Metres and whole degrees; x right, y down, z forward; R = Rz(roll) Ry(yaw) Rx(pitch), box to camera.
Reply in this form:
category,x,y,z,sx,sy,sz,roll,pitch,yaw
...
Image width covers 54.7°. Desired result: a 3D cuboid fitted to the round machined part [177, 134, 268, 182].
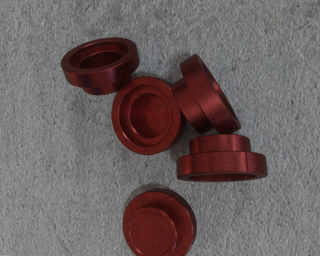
category,x,y,z,sx,sy,sz,roll,pitch,yaw
round machined part,0.068,0.035,0.348,0.098,0.098,0.042,-6,73,20

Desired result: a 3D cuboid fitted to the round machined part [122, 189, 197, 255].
category,x,y,z,sx,sy,sz,roll,pitch,yaw
round machined part,-0.005,0.131,0.402,0.098,0.042,0.097,0,90,20

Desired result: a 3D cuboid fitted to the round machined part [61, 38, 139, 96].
category,x,y,z,sx,sy,sz,roll,pitch,yaw
round machined part,-0.075,-0.079,0.407,0.098,0.098,0.042,6,132,20

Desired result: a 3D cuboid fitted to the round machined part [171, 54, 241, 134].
category,x,y,z,sx,sy,sz,roll,pitch,yaw
round machined part,0.049,-0.032,0.353,0.042,0.098,0.098,-31,80,17

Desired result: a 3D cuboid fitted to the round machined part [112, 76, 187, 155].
category,x,y,z,sx,sy,sz,roll,pitch,yaw
round machined part,-0.010,-0.016,0.399,0.098,0.042,0.097,2,95,26
